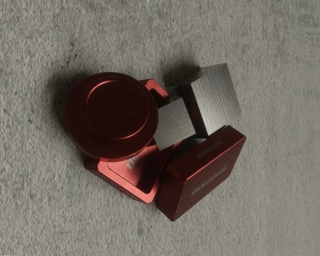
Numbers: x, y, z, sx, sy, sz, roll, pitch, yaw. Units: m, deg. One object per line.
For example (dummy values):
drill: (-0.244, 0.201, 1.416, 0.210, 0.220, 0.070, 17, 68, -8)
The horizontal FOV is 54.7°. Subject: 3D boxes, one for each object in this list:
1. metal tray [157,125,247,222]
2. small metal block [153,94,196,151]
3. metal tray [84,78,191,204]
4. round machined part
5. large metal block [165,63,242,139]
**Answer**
metal tray: (0.057, 0.060, 0.421, 0.131, 0.030, 0.089, -29, 144, -36)
small metal block: (0.010, -0.007, 0.385, 0.050, 0.025, 0.050, -26, 111, -8)
metal tray: (-0.021, 0.015, 0.384, 0.090, 0.030, 0.130, 42, 64, -32)
round machined part: (-0.049, -0.016, 0.327, 0.099, 0.042, 0.098, 4, 72, -14)
large metal block: (0.064, -0.039, 0.444, 0.081, 0.050, 0.080, -34, 111, -35)
